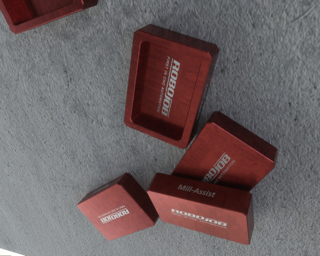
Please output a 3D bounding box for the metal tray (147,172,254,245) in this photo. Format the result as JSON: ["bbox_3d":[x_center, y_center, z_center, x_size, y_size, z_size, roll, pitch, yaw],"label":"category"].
[{"bbox_3d":[0.056,0.108,0.415,0.130,0.030,0.090,8,141,25],"label":"metal tray"}]

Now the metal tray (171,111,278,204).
[{"bbox_3d":[0.074,0.052,0.397,0.090,0.030,0.129,34,129,5],"label":"metal tray"}]

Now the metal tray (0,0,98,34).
[{"bbox_3d":[-0.147,-0.174,0.373,0.130,0.030,0.090,-6,116,30],"label":"metal tray"}]

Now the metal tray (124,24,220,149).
[{"bbox_3d":[0.008,-0.046,0.370,0.090,0.030,0.129,22,127,14],"label":"metal tray"}]

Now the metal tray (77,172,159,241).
[{"bbox_3d":[-0.072,0.137,0.526,0.130,0.030,0.090,-32,101,38],"label":"metal tray"}]
